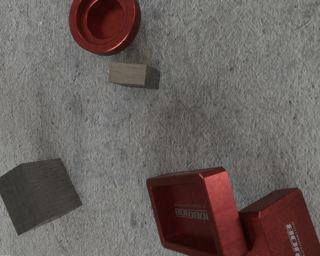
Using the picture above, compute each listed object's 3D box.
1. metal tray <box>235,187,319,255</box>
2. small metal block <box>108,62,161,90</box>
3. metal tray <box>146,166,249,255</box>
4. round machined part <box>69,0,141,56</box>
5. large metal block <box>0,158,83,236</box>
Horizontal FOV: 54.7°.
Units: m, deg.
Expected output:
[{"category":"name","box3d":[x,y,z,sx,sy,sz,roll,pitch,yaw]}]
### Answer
[{"category":"metal tray","box3d":[0.135,0.138,0.325,0.030,0.091,0.129,-24,81,48]},{"category":"small metal block","box3d":[-0.032,-0.068,0.406,0.050,0.050,0.025,7,93,19]},{"category":"metal tray","box3d":[0.034,0.095,0.351,0.130,0.030,0.090,-23,81,60]},{"category":"round machined part","box3d":[-0.071,-0.147,0.424,0.098,0.042,0.097,0,90,19]},{"category":"large metal block","box3d":[-0.168,0.093,0.437,0.050,0.080,0.080,-31,80,17]}]
